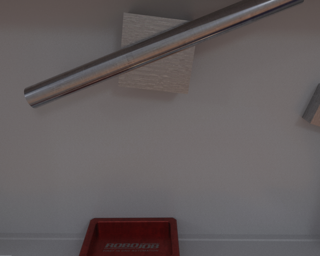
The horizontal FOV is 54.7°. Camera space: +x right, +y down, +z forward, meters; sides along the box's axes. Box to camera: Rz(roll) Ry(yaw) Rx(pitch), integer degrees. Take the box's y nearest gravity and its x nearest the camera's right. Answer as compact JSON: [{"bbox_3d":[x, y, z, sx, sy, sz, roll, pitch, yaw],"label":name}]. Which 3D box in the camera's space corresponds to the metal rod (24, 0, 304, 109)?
[{"bbox_3d":[-0.002,-0.085,0.326,0.301,0.025,0.025,-20,109,6],"label":"metal rod"}]

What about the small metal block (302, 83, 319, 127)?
[{"bbox_3d":[0.225,-0.025,0.405,0.050,0.025,0.050,16,109,-7],"label":"small metal block"}]

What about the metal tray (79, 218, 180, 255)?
[{"bbox_3d":[-0.040,0.167,0.437,0.131,0.090,0.030,0,110,-1],"label":"metal tray"}]

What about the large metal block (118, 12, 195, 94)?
[{"bbox_3d":[-0.003,-0.089,0.365,0.081,0.050,0.079,6,110,-3],"label":"large metal block"}]
